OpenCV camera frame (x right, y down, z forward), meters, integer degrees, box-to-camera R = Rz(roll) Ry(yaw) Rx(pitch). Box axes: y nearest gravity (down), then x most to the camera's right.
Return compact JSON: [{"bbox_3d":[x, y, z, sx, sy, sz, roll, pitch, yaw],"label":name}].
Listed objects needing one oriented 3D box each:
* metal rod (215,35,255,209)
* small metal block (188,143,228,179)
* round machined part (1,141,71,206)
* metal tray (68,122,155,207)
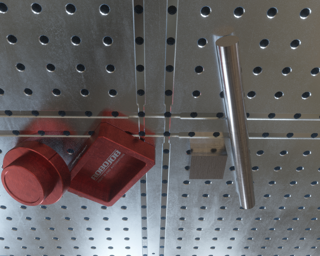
[{"bbox_3d":[0.110,0.016,0.427,0.025,0.025,0.299,-12,130,9],"label":"metal rod"},{"bbox_3d":[0.069,0.049,0.455,0.050,0.025,0.050,0,130,-1],"label":"small metal block"},{"bbox_3d":[-0.180,0.070,0.436,0.098,0.042,0.097,8,118,15],"label":"round machined part"},{"bbox_3d":[-0.078,0.059,0.457,0.090,0.030,0.129,29,124,-23],"label":"metal tray"}]
